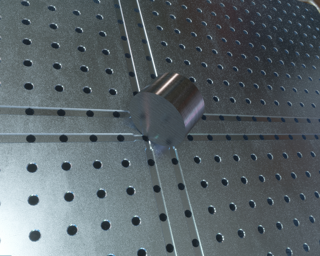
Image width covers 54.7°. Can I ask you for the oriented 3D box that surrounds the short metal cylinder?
[{"bbox_3d":[0.009,-0.023,0.392,0.080,0.080,0.050,42,51,0],"label":"short metal cylinder"}]
